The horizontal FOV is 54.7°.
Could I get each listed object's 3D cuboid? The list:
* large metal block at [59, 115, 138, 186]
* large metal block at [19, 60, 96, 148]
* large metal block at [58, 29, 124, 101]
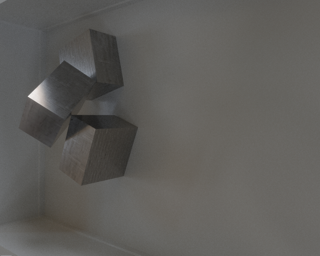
[{"bbox_3d":[-0.086,0.028,0.438,0.050,0.081,0.079,26,107,33],"label":"large metal block"},{"bbox_3d":[-0.141,-0.032,0.426,0.050,0.080,0.080,34,139,-9],"label":"large metal block"},{"bbox_3d":[-0.107,-0.093,0.476,0.080,0.050,0.080,-17,79,38],"label":"large metal block"}]
